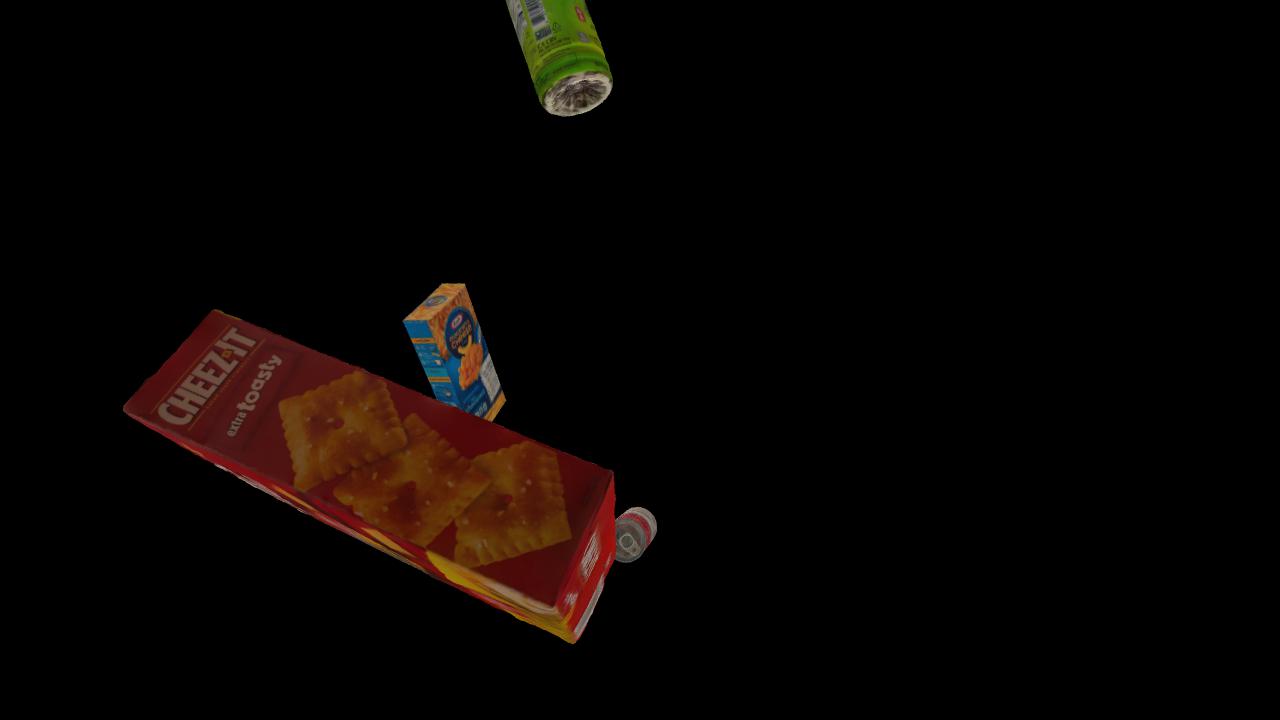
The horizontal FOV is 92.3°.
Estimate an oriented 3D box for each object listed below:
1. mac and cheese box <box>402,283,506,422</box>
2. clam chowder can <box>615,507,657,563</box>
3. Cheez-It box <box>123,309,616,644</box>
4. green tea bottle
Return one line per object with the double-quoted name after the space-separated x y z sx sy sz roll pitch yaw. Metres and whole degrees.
-0.227 0.006 0.776 0.041 0.184 0.093 1 35 18 "mac and cheese box"
-0.013 0.278 0.990 0.068 0.068 0.102 0 -2 12 "clam chowder can"
-0.125 0.074 0.344 0.223 0.071 0.166 21 -27 10 "Cheez-It box"
-0.089 -0.334 0.559 0.073 0.212 0.073 -19 -4 -1 "green tea bottle"
